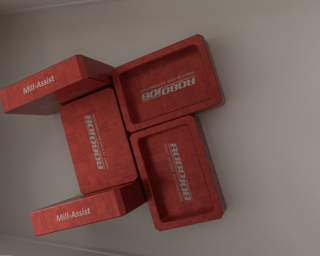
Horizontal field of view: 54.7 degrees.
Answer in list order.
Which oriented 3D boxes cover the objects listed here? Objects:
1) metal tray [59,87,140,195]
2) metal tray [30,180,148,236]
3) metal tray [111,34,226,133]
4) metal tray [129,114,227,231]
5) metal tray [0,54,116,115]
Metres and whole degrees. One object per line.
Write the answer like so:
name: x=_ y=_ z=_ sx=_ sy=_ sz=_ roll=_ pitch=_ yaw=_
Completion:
metal tray: x=-0.081 y=0.019 z=0.432 sx=0.090 sy=0.030 sz=0.129 roll=-18 pitch=84 yaw=18
metal tray: x=-0.086 y=0.100 z=0.402 sx=0.130 sy=0.090 sz=0.030 roll=-18 pitch=84 yaw=18
metal tray: x=0.009 y=-0.054 z=0.402 sx=0.130 sy=0.030 sz=0.090 roll=-18 pitch=84 yaw=18
metal tray: x=0.022 y=0.057 z=0.397 sx=0.090 sy=0.030 sz=0.129 roll=-18 pitch=84 yaw=18
metal tray: x=-0.132 y=-0.053 z=0.417 sx=0.130 sy=0.090 sz=0.030 roll=-19 pitch=84 yaw=18
